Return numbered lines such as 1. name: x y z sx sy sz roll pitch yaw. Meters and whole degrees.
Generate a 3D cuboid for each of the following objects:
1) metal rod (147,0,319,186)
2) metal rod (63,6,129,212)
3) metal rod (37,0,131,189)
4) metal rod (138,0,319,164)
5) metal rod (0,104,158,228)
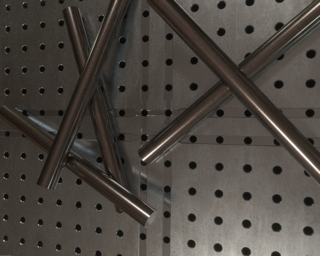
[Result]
1. metal rod: 0.095 -0.046 0.353 0.025 0.025 0.300 -43 86 15
2. metal rod: -0.090 -0.030 0.442 0.025 0.025 0.298 -18 84 19
3. metal rod: -0.098 -0.062 0.419 0.025 0.025 0.299 20 87 18
4. metal rod: 0.089 -0.055 0.380 0.299 0.025 0.025 -41 78 15
5. metal rod: -0.130 0.042 0.438 0.300 0.025 0.025 30 100 24
